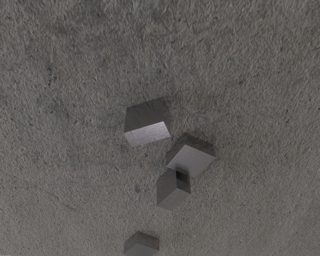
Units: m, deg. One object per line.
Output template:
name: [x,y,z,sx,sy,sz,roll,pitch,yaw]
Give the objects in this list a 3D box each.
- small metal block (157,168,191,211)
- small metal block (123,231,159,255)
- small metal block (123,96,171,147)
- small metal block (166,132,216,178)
small metal block: [0.020,0.088,0.466,0.025,0.050,0.050,27,125,-21]
small metal block: [-0.036,0.231,0.603,0.050,0.025,0.050,27,125,-21]
small metal block: [-0.015,-0.008,0.384,0.050,0.050,0.025,-16,128,13]
small metal block: [0.043,0.039,0.441,0.050,0.025,0.050,23,126,-19]
